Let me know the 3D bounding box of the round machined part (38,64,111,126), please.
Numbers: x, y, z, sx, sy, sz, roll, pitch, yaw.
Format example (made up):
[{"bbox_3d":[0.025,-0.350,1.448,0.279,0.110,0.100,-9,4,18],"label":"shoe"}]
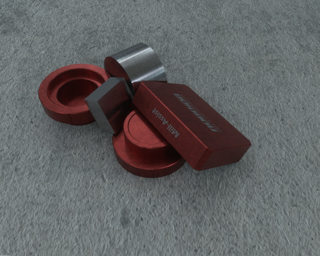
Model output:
[{"bbox_3d":[-0.111,-0.041,0.427,0.099,0.042,0.098,0,50,0],"label":"round machined part"}]

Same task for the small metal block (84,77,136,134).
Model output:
[{"bbox_3d":[-0.059,-0.029,0.389,0.025,0.050,0.050,9,45,39],"label":"small metal block"}]

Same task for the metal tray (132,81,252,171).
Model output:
[{"bbox_3d":[0.037,-0.008,0.380,0.091,0.030,0.130,-4,41,-46],"label":"metal tray"}]

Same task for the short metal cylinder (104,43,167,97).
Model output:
[{"bbox_3d":[-0.034,-0.071,0.429,0.050,0.080,0.080,-31,57,-23],"label":"short metal cylinder"}]

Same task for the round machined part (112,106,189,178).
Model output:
[{"bbox_3d":[-0.010,0.010,0.385,0.099,0.042,0.098,0,50,0],"label":"round machined part"}]
